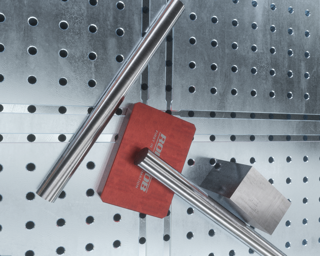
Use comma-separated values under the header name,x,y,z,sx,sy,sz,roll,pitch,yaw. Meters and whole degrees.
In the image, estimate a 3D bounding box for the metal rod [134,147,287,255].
name,x,y,z,sx,sy,sz,roll,pitch,yaw
metal rod,0.084,0.120,0.422,0.301,0.025,0.025,40,77,-24

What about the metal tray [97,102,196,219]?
name,x,y,z,sx,sy,sz,roll,pitch,yaw
metal tray,-0.016,0.042,0.404,0.091,0.030,0.130,22,83,-19

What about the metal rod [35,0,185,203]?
name,x,y,z,sx,sy,sz,roll,pitch,yaw
metal rod,-0.056,-0.043,0.391,0.025,0.025,0.300,36,78,-17

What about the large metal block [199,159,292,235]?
name,x,y,z,sx,sy,sz,roll,pitch,yaw
large metal block,0.114,0.091,0.426,0.080,0.080,0.050,42,77,-15
